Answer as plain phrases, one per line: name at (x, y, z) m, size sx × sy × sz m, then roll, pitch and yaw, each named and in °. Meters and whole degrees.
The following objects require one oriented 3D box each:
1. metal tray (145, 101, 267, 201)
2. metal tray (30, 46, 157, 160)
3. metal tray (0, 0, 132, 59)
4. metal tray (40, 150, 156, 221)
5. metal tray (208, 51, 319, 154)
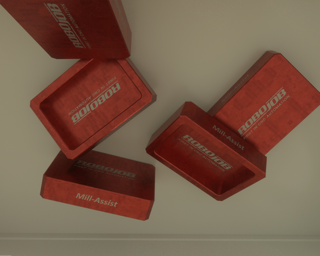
metal tray at (0.058, 0.035, 0.399) m, size 0.130 × 0.030 × 0.090 m, roll 35°, pitch 134°, yaw -10°
metal tray at (-0.081, -0.033, 0.379) m, size 0.130 × 0.030 × 0.090 m, roll -37°, pitch 88°, yaw 10°
metal tray at (-0.082, -0.106, 0.289) m, size 0.091 × 0.130 × 0.030 m, roll 0°, pitch 77°, yaw 5°
metal tray at (-0.073, 0.067, 0.400) m, size 0.131 × 0.090 × 0.030 m, roll 14°, pitch 110°, yaw -6°
metal tray at (0.129, -0.023, 0.402) m, size 0.090 × 0.030 × 0.130 m, roll 39°, pitch 105°, yaw -14°
